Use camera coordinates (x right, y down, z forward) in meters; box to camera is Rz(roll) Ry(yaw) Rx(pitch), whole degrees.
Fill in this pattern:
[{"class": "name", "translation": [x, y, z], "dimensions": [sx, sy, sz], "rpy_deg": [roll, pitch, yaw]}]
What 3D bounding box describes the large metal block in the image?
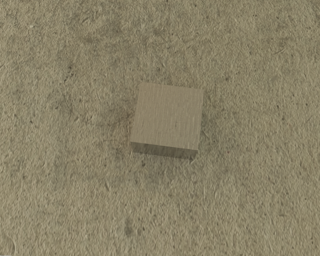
[{"class": "large metal block", "translation": [0.010, -0.008, 0.399], "dimensions": [0.080, 0.050, 0.080], "rpy_deg": [7, 70, 2]}]
